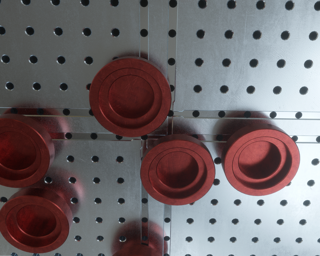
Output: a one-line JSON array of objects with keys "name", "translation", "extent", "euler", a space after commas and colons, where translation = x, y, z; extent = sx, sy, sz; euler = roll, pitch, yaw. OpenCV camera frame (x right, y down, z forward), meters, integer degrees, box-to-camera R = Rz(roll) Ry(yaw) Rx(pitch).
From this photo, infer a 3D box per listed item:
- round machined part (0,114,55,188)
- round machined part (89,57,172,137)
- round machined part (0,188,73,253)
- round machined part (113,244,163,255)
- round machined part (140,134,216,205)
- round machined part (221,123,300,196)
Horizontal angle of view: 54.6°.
[{"name": "round machined part", "translation": [-0.190, 0.027, 0.413], "extent": [0.099, 0.042, 0.097], "euler": [0, 110, 0]}, {"name": "round machined part", "translation": [-0.035, -0.041, 0.389], "extent": [0.099, 0.042, 0.097], "euler": [0, 110, 0]}, {"name": "round machined part", "translation": [-0.176, 0.129, 0.450], "extent": [0.099, 0.042, 0.097], "euler": [0, 110, 0]}, {"name": "round machined part", "translation": [-0.034, 0.224, 0.486], "extent": [0.099, 0.042, 0.097], "euler": [0, 110, 0]}, {"name": "round machined part", "translation": [0.024, 0.053, 0.424], "extent": [0.099, 0.042, 0.097], "euler": [0, 110, 0]}, {"name": "round machined part", "translation": [0.132, 0.039, 0.420], "extent": [0.099, 0.042, 0.097], "euler": [0, 110, 0]}]
